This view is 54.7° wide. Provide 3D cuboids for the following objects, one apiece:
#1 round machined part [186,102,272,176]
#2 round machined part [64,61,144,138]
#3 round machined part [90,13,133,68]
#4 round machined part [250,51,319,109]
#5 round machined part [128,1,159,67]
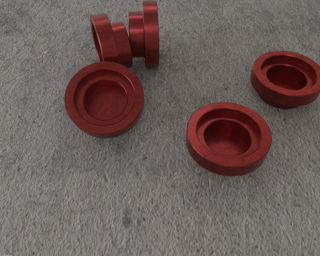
[{"bbox_3d":[0.081,0.017,0.378,0.099,0.042,0.098,0,50,0],"label":"round machined part"},{"bbox_3d":[-0.070,-0.034,0.405,0.099,0.042,0.098,1,74,-2],"label":"round machined part"},{"bbox_3d":[-0.069,-0.118,0.455,0.042,0.097,0.098,-15,52,-12],"label":"round machined part"},{"bbox_3d":[0.180,-0.066,0.448,0.099,0.042,0.098,0,50,0],"label":"round machined part"},{"bbox_3d":[-0.025,-0.143,0.476,0.042,0.097,0.098,-2,50,-2],"label":"round machined part"}]
